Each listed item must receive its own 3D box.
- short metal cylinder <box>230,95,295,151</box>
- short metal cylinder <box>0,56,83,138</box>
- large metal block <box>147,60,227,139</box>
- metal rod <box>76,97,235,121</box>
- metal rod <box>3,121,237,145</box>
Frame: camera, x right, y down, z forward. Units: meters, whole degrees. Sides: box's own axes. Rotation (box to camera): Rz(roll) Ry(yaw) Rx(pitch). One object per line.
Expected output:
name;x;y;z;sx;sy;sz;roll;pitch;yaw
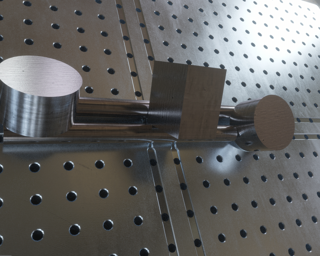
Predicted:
short metal cylinder;0.151;-0.005;0.460;0.081;0.050;0.080;4;82;-27
short metal cylinder;-0.127;-0.035;0.326;0.081;0.050;0.080;15;34;-10
large metal block;0.029;-0.036;0.372;0.050;0.080;0.079;1;103;-28
metal rod;0.031;-0.024;0.438;0.303;0.025;0.025;1;62;-28
metal rod;-0.027;0.006;0.389;0.303;0.025;0.025;1;62;-28
